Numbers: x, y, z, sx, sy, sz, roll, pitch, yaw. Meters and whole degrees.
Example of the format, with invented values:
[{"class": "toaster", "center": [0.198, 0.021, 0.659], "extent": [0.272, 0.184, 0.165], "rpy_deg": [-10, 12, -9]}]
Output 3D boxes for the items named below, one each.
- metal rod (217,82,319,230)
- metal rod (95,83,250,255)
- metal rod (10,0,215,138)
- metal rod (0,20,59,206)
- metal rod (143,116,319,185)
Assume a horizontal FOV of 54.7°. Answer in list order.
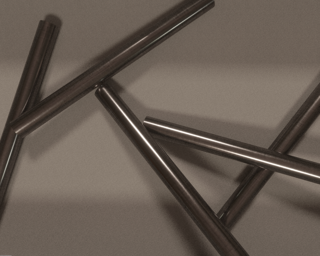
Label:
[{"class": "metal rod", "center": [0.173, 0.012, 0.413], "extent": [0.025, 0.025, 0.300], "rpy_deg": [38, 90, -1]}, {"class": "metal rod", "center": [0.016, 0.061, 0.371], "extent": [0.025, 0.025, 0.300], "rpy_deg": [-40, 74, 0]}, {"class": "metal rod", "center": [-0.057, -0.085, 0.400], "extent": [0.301, 0.025, 0.025], "rpy_deg": [-36, 90, -5]}, {"class": "metal rod", "center": [-0.193, 0.005, 0.408], "extent": [0.025, 0.025, 0.298], "rpy_deg": [18, 90, -1]}, {"class": "metal rod", "center": [0.123, 0.036, 0.390], "extent": [0.301, 0.025, 0.025], "rpy_deg": [16, 90, 8]}]
